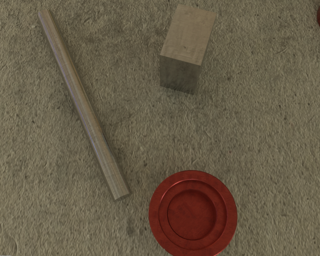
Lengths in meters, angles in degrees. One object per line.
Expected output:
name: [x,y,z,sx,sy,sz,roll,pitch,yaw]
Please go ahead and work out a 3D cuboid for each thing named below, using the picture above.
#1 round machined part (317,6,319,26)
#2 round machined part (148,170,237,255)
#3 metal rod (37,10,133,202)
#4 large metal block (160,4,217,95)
round machined part: [0.295,-0.176,0.465,0.099,0.042,0.098,0,70,0]
round machined part: [0.037,0.102,0.362,0.099,0.042,0.098,0,70,0]
metal rod: [-0.109,-0.042,0.422,0.025,0.025,0.299,-24,72,-9]
large metal block: [0.036,-0.102,0.417,0.050,0.080,0.080,16,71,6]
